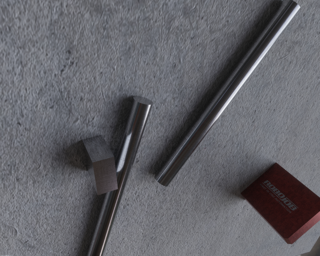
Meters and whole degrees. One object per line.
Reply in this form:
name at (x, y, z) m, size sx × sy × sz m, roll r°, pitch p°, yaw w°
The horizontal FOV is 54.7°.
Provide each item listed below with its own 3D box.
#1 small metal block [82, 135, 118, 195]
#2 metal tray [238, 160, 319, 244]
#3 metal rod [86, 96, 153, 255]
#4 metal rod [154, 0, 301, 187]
small metal block at (-0.074, 0.044, 0.379) m, size 0.025 × 0.050 × 0.050 m, roll -14°, pitch 125°, yaw -21°
metal tray at (0.216, 0.128, 0.557) m, size 0.090 × 0.130 × 0.030 m, roll -40°, pitch 130°, yaw -1°
metal rod at (-0.066, 0.097, 0.432) m, size 0.025 × 0.025 × 0.298 m, roll 5°, pitch 116°, yaw -31°
metal rod at (0.087, -0.041, 0.430) m, size 0.025 × 0.025 × 0.299 m, roll 27°, pitch 103°, yaw -38°
